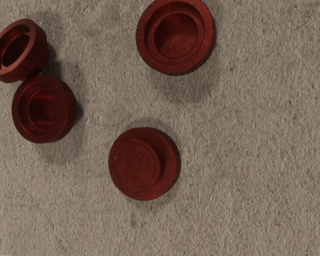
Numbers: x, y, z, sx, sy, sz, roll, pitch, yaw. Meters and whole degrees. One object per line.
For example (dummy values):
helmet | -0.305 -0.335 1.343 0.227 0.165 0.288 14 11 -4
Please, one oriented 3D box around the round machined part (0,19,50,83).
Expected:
round machined part | -0.204 -0.108 0.458 0.098 0.042 0.098 -11 63 23

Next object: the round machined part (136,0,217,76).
round machined part | 0.023 -0.114 0.391 0.098 0.042 0.097 0 90 19

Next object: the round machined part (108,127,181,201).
round machined part | -0.025 0.047 0.408 0.098 0.042 0.097 0 90 19

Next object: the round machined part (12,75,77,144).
round machined part | -0.164 -0.027 0.456 0.098 0.042 0.097 0 90 19
